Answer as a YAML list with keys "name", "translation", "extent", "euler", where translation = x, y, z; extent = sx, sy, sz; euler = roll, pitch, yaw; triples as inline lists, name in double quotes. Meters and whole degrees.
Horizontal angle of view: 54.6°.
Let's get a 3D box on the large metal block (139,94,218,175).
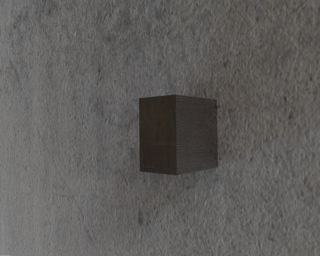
- name: "large metal block"
  translation: [0.023, 0.007, 0.351]
  extent: [0.050, 0.081, 0.080]
  euler: [-1, 89, 40]
